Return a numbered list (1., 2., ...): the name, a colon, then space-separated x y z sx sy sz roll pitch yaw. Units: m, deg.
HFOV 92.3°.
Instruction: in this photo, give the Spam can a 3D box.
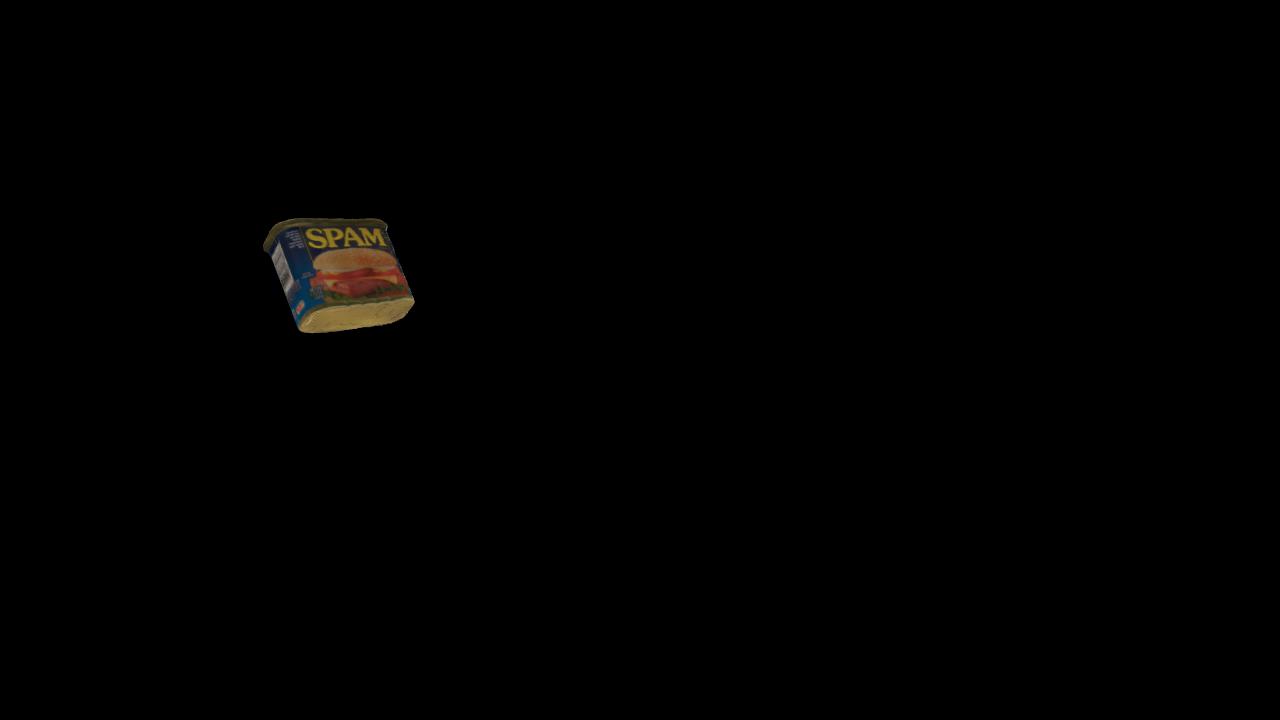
1. Spam can: -0.265 -0.075 0.549 0.101 0.085 0.058 -14 -13 -48
